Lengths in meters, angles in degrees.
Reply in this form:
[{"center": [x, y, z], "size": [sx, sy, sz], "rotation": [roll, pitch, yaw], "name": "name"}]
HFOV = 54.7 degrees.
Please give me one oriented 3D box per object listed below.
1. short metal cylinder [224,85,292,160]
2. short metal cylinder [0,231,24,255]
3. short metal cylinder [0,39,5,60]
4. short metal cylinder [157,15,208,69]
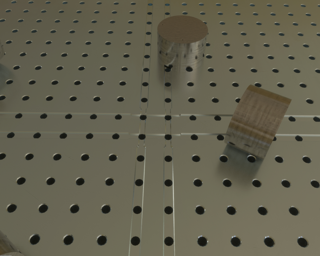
[{"center": [0.120, -0.007, 0.380], "size": [0.050, 0.080, 0.080], "rotation": [25, 54, 19], "name": "short metal cylinder"}, {"center": [-0.166, 0.125, 0.265], "size": [0.050, 0.080, 0.080], "rotation": [32, 57, 23], "name": "short metal cylinder"}, {"center": [-0.289, -0.120, 0.469], "size": [0.080, 0.080, 0.050], "rotation": [13, 51, 10], "name": "short metal cylinder"}, {"center": [0.036, -0.142, 0.511], "size": [0.081, 0.050, 0.080], "rotation": [0, 50, 0], "name": "short metal cylinder"}]
